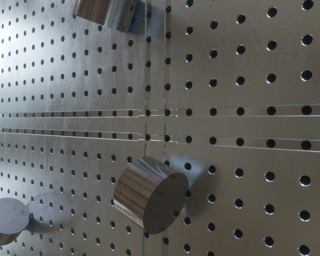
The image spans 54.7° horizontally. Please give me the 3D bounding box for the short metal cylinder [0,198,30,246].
[{"bbox_3d":[-0.316,0.190,0.630,0.050,0.081,0.080,-47,62,30],"label":"short metal cylinder"}]

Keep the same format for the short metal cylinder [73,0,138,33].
[{"bbox_3d":[-0.076,-0.171,0.434,0.080,0.081,0.050,32,110,35],"label":"short metal cylinder"}]

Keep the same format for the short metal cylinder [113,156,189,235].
[{"bbox_3d":[-0.010,0.081,0.380,0.050,0.081,0.079,24,105,37],"label":"short metal cylinder"}]
